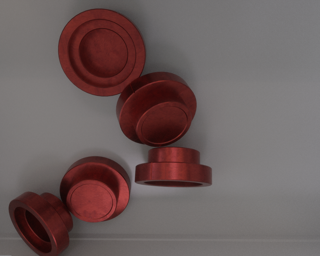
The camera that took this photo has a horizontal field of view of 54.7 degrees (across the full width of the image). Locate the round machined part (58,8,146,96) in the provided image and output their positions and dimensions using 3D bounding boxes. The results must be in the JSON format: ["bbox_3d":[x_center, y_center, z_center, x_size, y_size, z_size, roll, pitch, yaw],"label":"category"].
[{"bbox_3d":[-0.065,-0.090,0.368,0.099,0.042,0.097,0,110,0],"label":"round machined part"}]

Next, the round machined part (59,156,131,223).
[{"bbox_3d":[-0.092,0.092,0.435,0.099,0.042,0.097,0,110,0],"label":"round machined part"}]

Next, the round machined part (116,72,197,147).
[{"bbox_3d":[-0.001,-0.015,0.376,0.099,0.042,0.097,-12,133,-13],"label":"round machined part"}]

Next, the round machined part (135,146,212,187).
[{"bbox_3d":[0.018,0.051,0.402,0.099,0.098,0.042,2,75,-1],"label":"round machined part"}]

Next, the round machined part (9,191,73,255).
[{"bbox_3d":[-0.161,0.130,0.433,0.098,0.042,0.097,17,123,28],"label":"round machined part"}]
